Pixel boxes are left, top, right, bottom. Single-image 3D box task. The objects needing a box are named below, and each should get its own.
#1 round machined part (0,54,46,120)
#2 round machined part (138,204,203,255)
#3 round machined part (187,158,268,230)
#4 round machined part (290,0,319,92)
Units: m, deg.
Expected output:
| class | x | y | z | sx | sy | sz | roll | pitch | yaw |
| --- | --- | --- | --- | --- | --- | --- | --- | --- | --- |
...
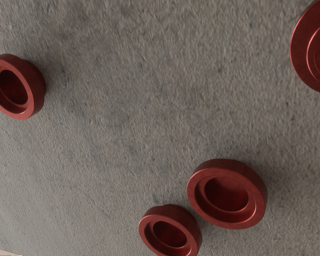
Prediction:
| class | x | y | z | sx | sy | sz | roll | pitch | yaw |
| --- | --- | --- | --- | --- | --- | --- | --- | --- | --- |
| round machined part | -0.213 | -0.064 | 0.465 | 0.098 | 0.042 | 0.097 | 13 | 124 | 20 |
| round machined part | 0.020 | 0.158 | 0.482 | 0.098 | 0.042 | 0.097 | 13 | 124 | 20 |
| round machined part | 0.088 | 0.079 | 0.398 | 0.098 | 0.042 | 0.097 | 13 | 124 | 20 |
| round machined part | 0.164 | -0.070 | 0.266 | 0.098 | 0.042 | 0.097 | 13 | 124 | 20 |
